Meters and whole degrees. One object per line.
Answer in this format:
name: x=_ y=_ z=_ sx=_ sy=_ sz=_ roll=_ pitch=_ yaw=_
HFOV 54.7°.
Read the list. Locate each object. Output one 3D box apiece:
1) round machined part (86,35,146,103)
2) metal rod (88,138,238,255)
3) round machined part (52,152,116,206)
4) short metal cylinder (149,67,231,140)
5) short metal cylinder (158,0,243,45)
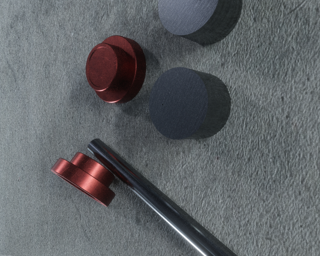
round machined part: x=-0.070 y=-0.086 z=0.449 sx=0.098 sy=0.042 sz=0.097 roll=0 pitch=90 yaw=39
metal rod: x=0.000 y=0.097 z=0.402 sx=0.300 sy=0.025 sz=0.025 roll=34 pitch=111 yaw=34
round machined part: x=-0.106 y=0.071 z=0.455 sx=0.098 sy=0.098 sz=0.042 roll=17 pitch=65 yaw=38
short metal cylinder: x=0.034 y=-0.027 z=0.359 sx=0.080 sy=0.050 sz=0.079 roll=0 pitch=90 yaw=39
short metal cylinder: x=0.045 y=-0.140 z=0.350 sx=0.080 sy=0.050 sz=0.079 roll=0 pitch=90 yaw=39
